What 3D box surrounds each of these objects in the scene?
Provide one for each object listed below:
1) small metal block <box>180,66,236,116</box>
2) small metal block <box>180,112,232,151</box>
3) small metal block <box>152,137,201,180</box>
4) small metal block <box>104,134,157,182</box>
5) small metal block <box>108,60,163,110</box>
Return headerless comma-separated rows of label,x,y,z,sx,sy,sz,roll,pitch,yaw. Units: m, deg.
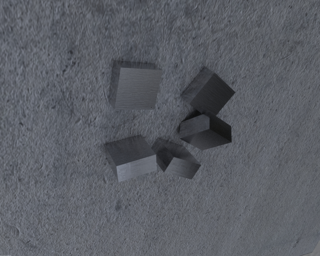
small metal block,0.064,-0.045,0.414,0.050,0.025,0.050,32,100,-38
small metal block,0.063,0.006,0.427,0.050,0.025,0.050,-21,143,40
small metal block,0.020,0.042,0.427,0.050,0.050,0.025,20,108,-36
small metal block,-0.038,0.037,0.393,0.050,0.050,0.025,-15,125,-20
small metal block,-0.029,-0.049,0.360,0.050,0.025,0.050,-2,119,-28
